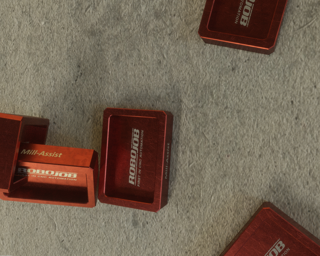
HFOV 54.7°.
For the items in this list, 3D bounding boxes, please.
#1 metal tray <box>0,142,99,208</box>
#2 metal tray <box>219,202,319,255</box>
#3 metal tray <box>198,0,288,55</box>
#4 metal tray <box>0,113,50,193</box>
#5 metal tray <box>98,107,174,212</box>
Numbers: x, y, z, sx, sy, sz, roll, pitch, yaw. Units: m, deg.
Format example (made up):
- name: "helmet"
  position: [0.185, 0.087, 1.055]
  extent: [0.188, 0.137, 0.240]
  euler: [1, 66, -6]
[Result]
- name: "metal tray"
  position: [-0.149, 0.063, 0.406]
  extent: [0.131, 0.030, 0.089]
  euler: [6, 133, -3]
- name: "metal tray"
  position: [0.122, 0.165, 0.363]
  extent: [0.090, 0.030, 0.129]
  euler: [38, 102, 16]
- name: "metal tray"
  position: [0.107, -0.161, 0.368]
  extent: [0.090, 0.030, 0.129]
  euler: [16, 95, 19]
- name: "metal tray"
  position: [-0.187, 0.028, 0.416]
  extent: [0.030, 0.130, 0.089]
  euler: [10, 89, -6]
- name: "metal tray"
  position: [-0.033, 0.040, 0.417]
  extent: [0.090, 0.030, 0.129]
  euler: [5, 92, 19]
